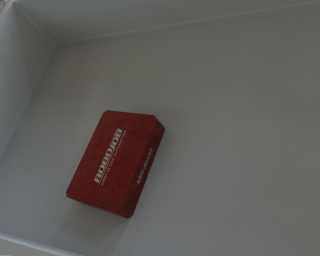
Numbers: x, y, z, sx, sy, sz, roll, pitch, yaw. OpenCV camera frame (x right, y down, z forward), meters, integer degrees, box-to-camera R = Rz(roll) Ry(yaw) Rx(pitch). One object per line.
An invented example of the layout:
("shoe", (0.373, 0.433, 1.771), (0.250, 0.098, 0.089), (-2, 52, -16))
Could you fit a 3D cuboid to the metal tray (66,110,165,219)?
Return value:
("metal tray", (-0.057, 0.042, 0.408), (0.090, 0.030, 0.130), (8, 65, 31))
